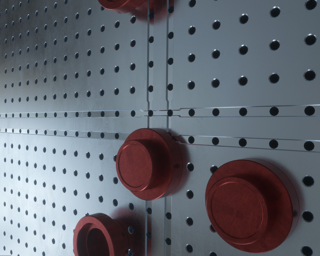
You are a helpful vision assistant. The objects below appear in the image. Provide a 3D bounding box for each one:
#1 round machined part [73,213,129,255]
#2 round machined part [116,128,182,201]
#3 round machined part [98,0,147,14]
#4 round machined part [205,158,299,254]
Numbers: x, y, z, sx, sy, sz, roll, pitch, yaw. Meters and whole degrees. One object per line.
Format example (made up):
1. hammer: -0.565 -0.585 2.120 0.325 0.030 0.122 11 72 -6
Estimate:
1. round machined part: -0.085 0.178 0.470 0.098 0.042 0.097 0 90 40
2. round machined part: -0.022 0.049 0.417 0.098 0.042 0.097 0 90 40
3. round machined part: -0.045 -0.211 0.437 0.098 0.042 0.097 0 90 40
4. round machined part: 0.089 0.082 0.326 0.098 0.042 0.097 0 90 40
